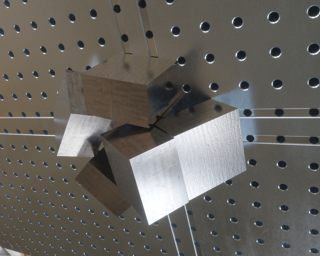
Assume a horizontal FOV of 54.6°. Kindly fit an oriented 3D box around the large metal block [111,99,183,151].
[{"bbox_3d":[-0.011,0.009,0.407,0.080,0.050,0.080,1,119,28],"label":"large metal block"}]

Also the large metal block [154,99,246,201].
[{"bbox_3d":[0.046,0.022,0.354,0.050,0.081,0.080,33,141,58],"label":"large metal block"}]

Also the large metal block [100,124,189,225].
[{"bbox_3d":[-0.018,0.044,0.343,0.080,0.050,0.080,28,137,56],"label":"large metal block"}]

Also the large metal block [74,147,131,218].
[{"bbox_3d":[-0.059,0.065,0.446,0.080,0.080,0.050,42,129,-2],"label":"large metal block"}]

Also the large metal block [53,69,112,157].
[{"bbox_3d":[-0.106,-0.018,0.413,0.050,0.080,0.080,5,136,-29],"label":"large metal block"}]

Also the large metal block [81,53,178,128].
[{"bbox_3d":[-0.032,-0.048,0.364,0.080,0.080,0.050,13,124,21],"label":"large metal block"}]
